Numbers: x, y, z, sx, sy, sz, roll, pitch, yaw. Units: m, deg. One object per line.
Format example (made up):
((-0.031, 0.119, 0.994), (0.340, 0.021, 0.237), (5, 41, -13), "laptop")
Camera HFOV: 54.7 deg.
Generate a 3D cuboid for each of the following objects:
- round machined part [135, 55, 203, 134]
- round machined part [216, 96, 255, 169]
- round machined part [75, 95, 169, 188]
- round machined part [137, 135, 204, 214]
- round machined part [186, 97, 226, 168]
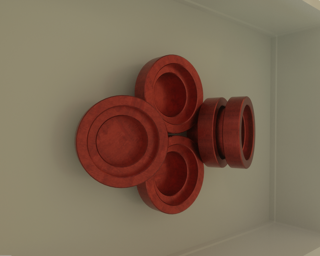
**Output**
((0.007, -0.042, 0.398), (0.099, 0.042, 0.097), (0, 90, -40), "round machined part")
((0.100, 0.006, 0.426), (0.098, 0.042, 0.097), (0, 90, -62), "round machined part")
((-0.044, 0.014, 0.343), (0.099, 0.042, 0.097), (0, 90, -19), "round machined part")
((0.008, 0.057, 0.400), (0.099, 0.042, 0.097), (0, 90, -40), "round machined part")
((0.070, 0.006, 0.438), (0.098, 0.042, 0.097), (2, 87, -62), "round machined part")
